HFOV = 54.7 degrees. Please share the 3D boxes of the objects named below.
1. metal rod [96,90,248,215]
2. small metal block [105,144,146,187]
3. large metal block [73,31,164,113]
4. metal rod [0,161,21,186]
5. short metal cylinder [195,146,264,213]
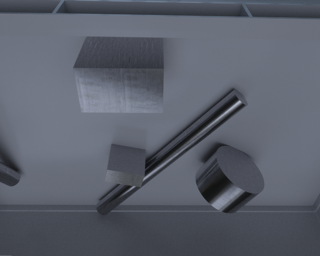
[{"bbox_3d":[0.001,0.049,0.450,0.025,0.025,0.299,33,122,-25],"label":"metal rod"},{"bbox_3d":[-0.048,0.052,0.437,0.050,0.050,0.025,11,129,-10],"label":"small metal block"},{"bbox_3d":[-0.037,-0.060,0.321,0.081,0.080,0.050,0,130,-1],"label":"large metal block"},{"bbox_3d":[-0.251,0.011,0.343,0.025,0.025,0.299,-9,152,7],"label":"metal rod"},{"bbox_3d":[0.098,0.072,0.436,0.080,0.080,0.050,23,126,-19],"label":"short metal cylinder"}]
